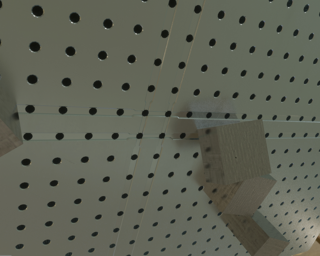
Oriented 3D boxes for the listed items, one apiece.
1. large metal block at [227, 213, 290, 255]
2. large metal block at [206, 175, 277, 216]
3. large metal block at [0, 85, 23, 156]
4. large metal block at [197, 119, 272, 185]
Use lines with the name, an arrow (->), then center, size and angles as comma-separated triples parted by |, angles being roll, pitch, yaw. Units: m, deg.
large metal block -> 0.195, 0.211, 0.616 | 0.080, 0.080, 0.050 | 27, 104, -38
large metal block -> 0.141, 0.104, 0.539 | 0.081, 0.050, 0.080 | 17, 109, -35
large metal block -> -0.178, -0.002, 0.277 | 0.080, 0.080, 0.050 | -31, 129, -8
large metal block -> 0.108, 0.034, 0.454 | 0.081, 0.050, 0.080 | -9, 89, -24
